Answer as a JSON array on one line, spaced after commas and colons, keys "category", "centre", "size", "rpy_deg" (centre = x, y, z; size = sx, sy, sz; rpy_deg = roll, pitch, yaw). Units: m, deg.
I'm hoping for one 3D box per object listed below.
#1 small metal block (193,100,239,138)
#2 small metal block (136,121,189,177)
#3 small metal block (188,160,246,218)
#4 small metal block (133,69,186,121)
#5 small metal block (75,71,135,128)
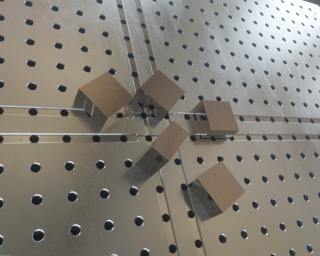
[{"category": "small metal block", "centre": [0.083, -0.013, 0.460], "size": [0.050, 0.025, 0.050], "rpy_deg": [1, 61, -28]}, {"category": "small metal block", "centre": [0.003, 0.026, 0.378], "size": [0.025, 0.050, 0.050], "rpy_deg": [41, 51, -1]}, {"category": "small metal block", "centre": [0.073, 0.078, 0.399], "size": [0.050, 0.025, 0.050], "rpy_deg": [-29, 78, -37]}, {"category": "small metal block", "centre": [0.000, -0.046, 0.436], "size": [0.050, 0.025, 0.050], "rpy_deg": [40, 51, -1]}, {"category": "small metal block", "centre": [-0.070, -0.037, 0.393], "size": [0.050, 0.025, 0.050], "rpy_deg": [45, 51, 3]}]
